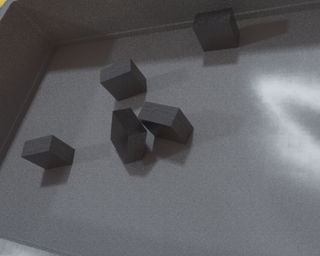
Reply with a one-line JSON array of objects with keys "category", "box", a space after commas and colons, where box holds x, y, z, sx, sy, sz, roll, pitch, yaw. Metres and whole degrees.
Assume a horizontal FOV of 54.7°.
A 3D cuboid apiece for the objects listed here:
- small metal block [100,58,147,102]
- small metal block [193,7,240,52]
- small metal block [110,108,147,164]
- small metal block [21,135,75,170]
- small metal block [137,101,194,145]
[{"category": "small metal block", "box": [-0.054, -0.070, 0.461, 0.050, 0.050, 0.025, -18, 55, 18]}, {"category": "small metal block", "box": [0.079, -0.135, 0.431, 0.050, 0.050, 0.025, 0, 62, 28]}, {"category": "small metal block", "box": [-0.042, 0.010, 0.403, 0.025, 0.050, 0.050, -13, 45, -27]}, {"category": "small metal block", "box": [-0.162, 0.037, 0.453, 0.050, 0.050, 0.025, -12, 57, 21]}, {"category": "small metal block", "box": [0.008, -0.006, 0.390, 0.050, 0.050, 0.025, 14, 69, 34]}]
